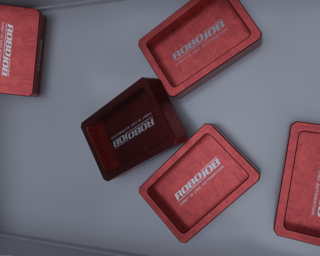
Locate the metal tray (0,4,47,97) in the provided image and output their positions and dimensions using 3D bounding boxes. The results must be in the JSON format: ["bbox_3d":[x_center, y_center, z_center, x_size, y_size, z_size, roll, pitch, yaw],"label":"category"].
[{"bbox_3d":[-0.228,-0.116,0.470,0.091,0.030,0.129,7,94,-3],"label":"metal tray"}]

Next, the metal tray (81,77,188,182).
[{"bbox_3d":[-0.038,0.004,0.404,0.130,0.030,0.090,-31,79,31],"label":"metal tray"}]

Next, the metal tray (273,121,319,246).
[{"bbox_3d":[0.183,0.062,0.343,0.090,0.030,0.129,9,93,19],"label":"metal tray"}]

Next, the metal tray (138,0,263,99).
[{"bbox_3d":[0.048,-0.108,0.390,0.130,0.030,0.090,-33,79,17],"label":"metal tray"}]

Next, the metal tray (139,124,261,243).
[{"bbox_3d":[0.048,0.068,0.390,0.130,0.030,0.090,-46,76,14],"label":"metal tray"}]
